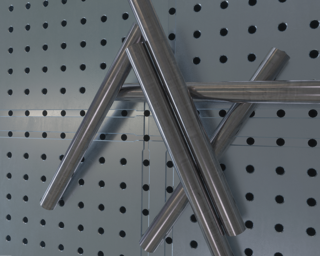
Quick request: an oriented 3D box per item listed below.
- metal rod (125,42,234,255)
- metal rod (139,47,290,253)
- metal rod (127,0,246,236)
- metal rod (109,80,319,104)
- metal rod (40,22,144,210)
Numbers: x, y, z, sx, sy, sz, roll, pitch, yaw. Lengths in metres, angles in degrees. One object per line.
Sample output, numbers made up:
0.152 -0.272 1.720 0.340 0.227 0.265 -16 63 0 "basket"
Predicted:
0.029 0.042 0.370 0.025 0.025 0.299 -22 92 19 "metal rod"
0.062 0.036 0.390 0.025 0.025 0.299 36 101 16 "metal rod"
0.032 -0.015 0.363 0.025 0.025 0.299 -22 93 19 "metal rod"
0.068 -0.043 0.366 0.300 0.025 0.025 4 91 28 "metal rod"
-0.096 -0.003 0.427 0.025 0.025 0.299 37 109 16 "metal rod"
